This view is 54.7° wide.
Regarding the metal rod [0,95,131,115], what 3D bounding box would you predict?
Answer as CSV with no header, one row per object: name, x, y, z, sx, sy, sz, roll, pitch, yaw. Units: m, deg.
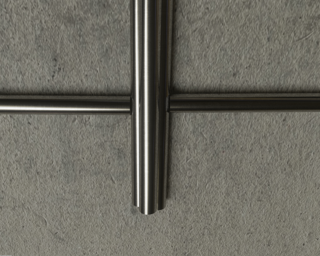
metal rod,-0.189,-0.030,0.397,0.302,0.025,0.025,0,110,-1

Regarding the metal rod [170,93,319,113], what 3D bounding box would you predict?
metal rod,0.164,-0.033,0.401,0.302,0.025,0.025,0,110,-1

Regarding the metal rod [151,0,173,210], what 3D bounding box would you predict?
metal rod,0.000,-0.026,0.402,0.025,0.025,0.298,1,110,-1

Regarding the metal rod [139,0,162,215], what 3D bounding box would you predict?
metal rod,-0.013,-0.026,0.380,0.025,0.025,0.298,1,110,-1

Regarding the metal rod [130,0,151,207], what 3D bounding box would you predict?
metal rod,-0.025,-0.032,0.400,0.025,0.025,0.298,1,110,-1
